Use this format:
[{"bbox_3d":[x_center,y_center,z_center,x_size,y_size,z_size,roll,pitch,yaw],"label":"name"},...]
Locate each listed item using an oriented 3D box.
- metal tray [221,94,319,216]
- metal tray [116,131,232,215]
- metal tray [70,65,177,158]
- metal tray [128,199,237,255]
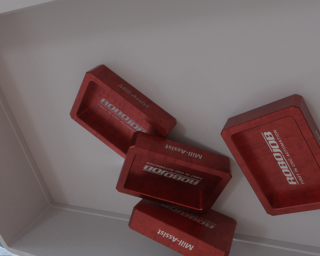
[{"bbox_3d":[0.140,0.036,0.353,0.090,0.030,0.130,-23,107,36],"label":"metal tray"},{"bbox_3d":[0.016,0.062,0.407,0.131,0.030,0.089,17,128,-6],"label":"metal tray"},{"bbox_3d":[-0.054,-0.013,0.425,0.130,0.030,0.089,37,129,3],"label":"metal tray"},{"bbox_3d":[0.034,0.132,0.427,0.130,0.090,0.030,21,106,15],"label":"metal tray"}]
